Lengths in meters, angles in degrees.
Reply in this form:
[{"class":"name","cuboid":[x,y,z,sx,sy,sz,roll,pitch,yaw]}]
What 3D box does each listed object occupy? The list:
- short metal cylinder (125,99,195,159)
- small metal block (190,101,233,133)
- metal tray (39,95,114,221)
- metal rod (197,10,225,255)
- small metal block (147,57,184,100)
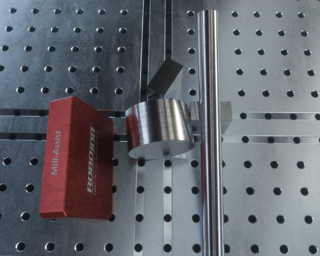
[{"class":"short metal cylinder","cuboid":[-0.001,0.004,0.381,0.081,0.080,0.050,-7,71,-3]},{"class":"small metal block","cuboid":[0.063,-0.013,0.404,0.050,0.050,0.025,0,70,0]},{"class":"metal tray","cuboid":[-0.091,0.039,0.359,0.030,0.090,0.130,-10,69,20]},{"class":"metal rod","cuboid":[0.060,0.013,0.362,0.025,0.025,0.298,-1,87,-1]},{"class":"small metal block","cuboid":[0.007,-0.058,0.420,0.025,0.050,0.050,29,73,10]}]
